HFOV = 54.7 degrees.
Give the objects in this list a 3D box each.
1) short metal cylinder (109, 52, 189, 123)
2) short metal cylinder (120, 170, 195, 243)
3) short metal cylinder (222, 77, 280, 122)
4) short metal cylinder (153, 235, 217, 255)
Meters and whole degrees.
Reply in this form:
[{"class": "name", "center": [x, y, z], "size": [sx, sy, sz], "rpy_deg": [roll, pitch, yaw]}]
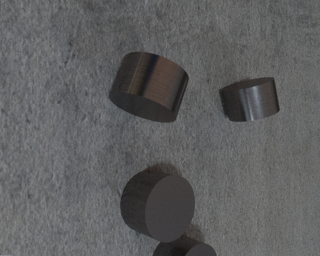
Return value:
[{"class": "short metal cylinder", "center": [-0.012, -0.045, 0.360], "size": [0.080, 0.080, 0.050], "rpy_deg": [29, 72, -37]}, {"class": "short metal cylinder", "center": [-0.002, 0.096, 0.389], "size": [0.081, 0.050, 0.079], "rpy_deg": [0, 90, -40]}, {"class": "short metal cylinder", "center": [0.144, -0.046, 0.493], "size": [0.081, 0.080, 0.050], "rpy_deg": [-25, 106, -38]}, {"class": "short metal cylinder", "center": [0.033, 0.190, 0.419], "size": [0.081, 0.050, 0.079], "rpy_deg": [0, 90, -40]}]
